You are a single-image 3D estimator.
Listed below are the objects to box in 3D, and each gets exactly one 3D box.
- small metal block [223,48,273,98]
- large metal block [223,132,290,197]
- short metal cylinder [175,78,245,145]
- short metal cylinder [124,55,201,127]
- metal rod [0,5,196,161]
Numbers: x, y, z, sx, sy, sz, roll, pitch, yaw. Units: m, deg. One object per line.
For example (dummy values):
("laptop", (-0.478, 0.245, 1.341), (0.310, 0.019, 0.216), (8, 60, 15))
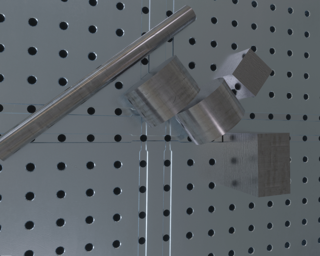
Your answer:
("small metal block", (0.131, -0.081, 0.461), (0.050, 0.025, 0.050), (39, 78, -16))
("large metal block", (0.132, 0.046, 0.433), (0.050, 0.080, 0.079), (-1, 91, -20))
("short metal cylinder", (0.063, -0.022, 0.407), (0.080, 0.080, 0.050), (-40, 103, -16))
("short metal cylinder", (0.003, -0.046, 0.385), (0.080, 0.080, 0.050), (-42, 104, -15))
("metal rod", (-0.071, -0.065, 0.386), (0.301, 0.025, 0.025), (-40, 103, -16))
